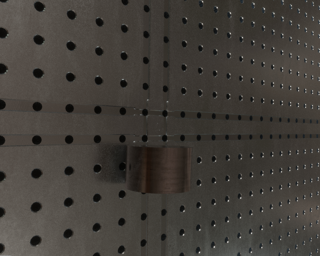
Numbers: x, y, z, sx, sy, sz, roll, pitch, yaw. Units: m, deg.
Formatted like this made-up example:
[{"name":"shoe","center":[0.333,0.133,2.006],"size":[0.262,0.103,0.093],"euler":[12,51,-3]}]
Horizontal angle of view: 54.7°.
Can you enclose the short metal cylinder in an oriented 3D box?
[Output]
[{"name":"short metal cylinder","center":[-0.001,0.047,0.374],"size":[0.081,0.080,0.050],"euler":[3,88,-40]}]
